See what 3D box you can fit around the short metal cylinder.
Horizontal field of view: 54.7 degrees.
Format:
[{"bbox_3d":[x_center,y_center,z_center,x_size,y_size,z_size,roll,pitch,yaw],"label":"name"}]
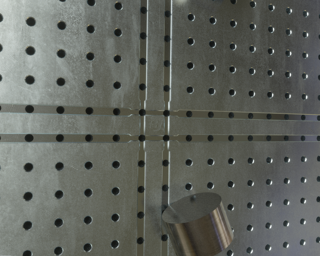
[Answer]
[{"bbox_3d":[0.049,0.125,0.403,0.081,0.080,0.050,-22,98,-19],"label":"short metal cylinder"}]
